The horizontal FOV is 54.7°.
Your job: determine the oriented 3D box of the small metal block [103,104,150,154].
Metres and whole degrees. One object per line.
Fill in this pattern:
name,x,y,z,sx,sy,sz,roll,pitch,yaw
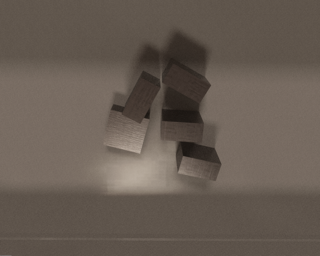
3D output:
small metal block,-0.044,0.001,0.411,0.050,0.025,0.050,14,110,-6

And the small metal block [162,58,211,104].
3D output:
small metal block,0.030,-0.059,0.377,0.050,0.050,0.025,28,108,-10

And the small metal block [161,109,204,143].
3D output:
small metal block,0.027,-0.004,0.397,0.050,0.050,0.025,4,110,-2

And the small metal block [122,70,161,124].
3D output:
small metal block,-0.022,-0.039,0.383,0.025,0.050,0.050,27,107,-10

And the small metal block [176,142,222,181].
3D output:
small metal block,0.050,0.043,0.415,0.050,0.050,0.025,13,110,-5
